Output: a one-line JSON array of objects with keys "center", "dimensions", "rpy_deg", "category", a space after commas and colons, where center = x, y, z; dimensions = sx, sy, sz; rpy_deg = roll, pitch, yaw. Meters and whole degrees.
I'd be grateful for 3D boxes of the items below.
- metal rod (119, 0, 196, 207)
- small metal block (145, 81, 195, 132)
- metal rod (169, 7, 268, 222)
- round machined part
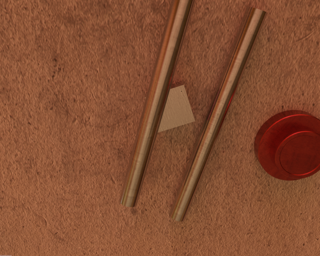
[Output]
[{"center": [-0.004, -0.037, 0.369], "dimensions": [0.025, 0.025, 0.298], "rpy_deg": [14, 109, -6], "category": "metal rod"}, {"center": [0.013, -0.028, 0.400], "dimensions": [0.050, 0.025, 0.050], "rpy_deg": [-17, 110, 6], "category": "small metal block"}, {"center": [0.069, -0.004, 0.409], "dimensions": [0.025, 0.025, 0.298], "rpy_deg": [16, 109, -6], "category": "metal rod"}, {"center": [0.181, 0.028, 0.414], "dimensions": [0.099, 0.042, 0.097], "rpy_deg": [0, 110, -1], "category": "round machined part"}]
